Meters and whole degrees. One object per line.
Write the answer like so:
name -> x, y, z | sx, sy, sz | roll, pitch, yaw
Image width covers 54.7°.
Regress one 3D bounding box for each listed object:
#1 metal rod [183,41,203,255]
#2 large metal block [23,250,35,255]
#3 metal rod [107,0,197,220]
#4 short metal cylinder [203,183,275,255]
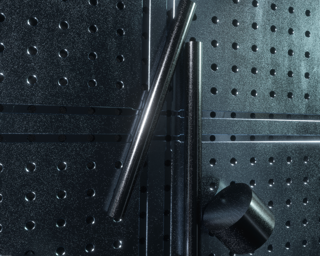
metal rod -> 0.046, 0.032, 0.429 | 0.025, 0.025, 0.298 | 0, 90, -20
large metal block -> -0.137, 0.193, 0.333 | 0.050, 0.080, 0.080 | -38, 103, -16
metal rod -> -0.009, -0.029, 0.409 | 0.025, 0.025, 0.299 | 21, 83, -19
short metal cylinder -> 0.107, 0.122, 0.423 | 0.050, 0.080, 0.080 | 47, 76, -14
